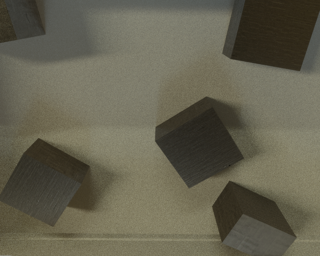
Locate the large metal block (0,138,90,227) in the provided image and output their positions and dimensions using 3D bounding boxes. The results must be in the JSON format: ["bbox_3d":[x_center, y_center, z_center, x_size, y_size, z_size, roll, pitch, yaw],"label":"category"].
[{"bbox_3d":[-0.156,0.074,0.424,0.080,0.050,0.080,31,107,-11],"label":"large metal block"}]

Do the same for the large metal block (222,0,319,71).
[{"bbox_3d":[0.125,-0.116,0.356,0.081,0.050,0.079,9,110,-4],"label":"large metal block"}]

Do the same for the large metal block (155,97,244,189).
[{"bbox_3d":[0.050,0.018,0.405,0.080,0.050,0.080,-31,107,11],"label":"large metal block"}]

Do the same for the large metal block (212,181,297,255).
[{"bbox_3d":[0.126,0.129,0.430,0.080,0.080,0.050,26,108,-9],"label":"large metal block"}]

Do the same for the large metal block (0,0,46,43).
[{"bbox_3d":[-0.185,-0.117,0.337,0.080,0.080,0.050,-9,110,3],"label":"large metal block"}]
